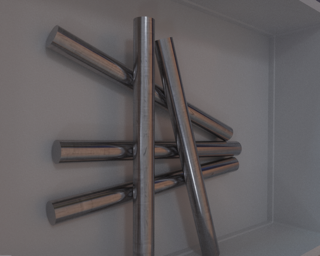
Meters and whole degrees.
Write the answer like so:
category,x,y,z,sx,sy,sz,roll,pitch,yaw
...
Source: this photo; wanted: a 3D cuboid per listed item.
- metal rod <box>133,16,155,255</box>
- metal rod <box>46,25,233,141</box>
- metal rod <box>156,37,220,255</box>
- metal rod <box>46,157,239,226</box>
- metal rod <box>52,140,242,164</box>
category,x,y,z,sx,sy,sz,roll,pitch,yaw
metal rod,-0.019,0.025,0.357,0.025,0.025,0.298,0,90,-40
metal rod,-0.001,-0.042,0.405,0.301,0.025,0.025,25,74,-37
metal rod,0.037,0.035,0.405,0.025,0.025,0.298,-23,105,-38
metal rod,0.004,0.073,0.411,0.302,0.025,0.025,-7,95,-40
metal rod,0.009,0.029,0.414,0.302,0.025,0.025,2,89,-40
